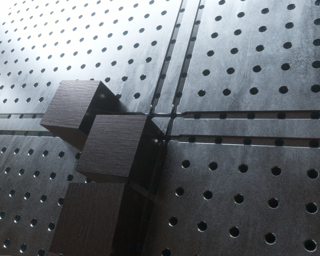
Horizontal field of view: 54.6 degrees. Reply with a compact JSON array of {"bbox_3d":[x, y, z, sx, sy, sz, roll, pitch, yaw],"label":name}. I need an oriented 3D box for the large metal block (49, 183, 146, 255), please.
[{"bbox_3d":[-0.070,0.111,0.362,0.080,0.050,0.080,-4,60,26],"label":"large metal block"}]

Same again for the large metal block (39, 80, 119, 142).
[{"bbox_3d":[-0.122,-0.026,0.474,0.080,0.050,0.080,6,64,31],"label":"large metal block"}]

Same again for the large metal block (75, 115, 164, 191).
[{"bbox_3d":[-0.050,0.030,0.401,0.080,0.050,0.080,2,63,29],"label":"large metal block"}]
